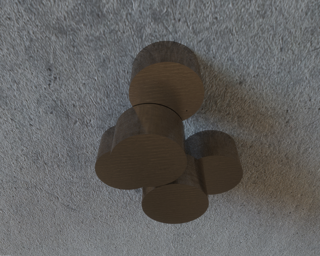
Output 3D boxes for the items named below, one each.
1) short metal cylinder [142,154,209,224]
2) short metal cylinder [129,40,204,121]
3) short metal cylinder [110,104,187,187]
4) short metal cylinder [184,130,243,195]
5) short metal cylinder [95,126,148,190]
[{"bbox_3d":[0.018,0.077,0.391,0.081,0.050,0.079,-1,130,0],"label":"short metal cylinder"},{"bbox_3d":[0.007,-0.051,0.349,0.081,0.050,0.079,0,130,0],"label":"short metal cylinder"},{"bbox_3d":[-0.012,0.020,0.342,0.080,0.050,0.079,0,130,0],"label":"short metal cylinder"},{"bbox_3d":[0.071,0.049,0.434,0.081,0.050,0.079,0,130,0],"label":"short metal cylinder"},{"bbox_3d":[-0.045,0.040,0.426,0.081,0.050,0.079,0,130,0],"label":"short metal cylinder"}]
